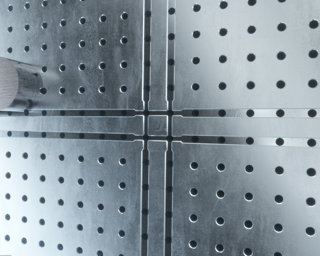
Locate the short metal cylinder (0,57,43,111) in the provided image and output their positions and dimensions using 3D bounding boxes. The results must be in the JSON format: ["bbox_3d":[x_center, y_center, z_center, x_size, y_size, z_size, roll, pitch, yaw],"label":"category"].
[{"bbox_3d":[-0.232,-0.066,0.481,0.080,0.050,0.079,0,90,20],"label":"short metal cylinder"}]
